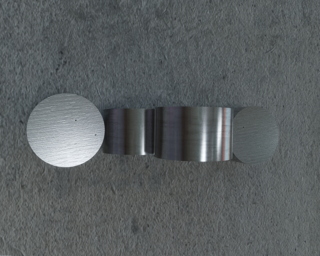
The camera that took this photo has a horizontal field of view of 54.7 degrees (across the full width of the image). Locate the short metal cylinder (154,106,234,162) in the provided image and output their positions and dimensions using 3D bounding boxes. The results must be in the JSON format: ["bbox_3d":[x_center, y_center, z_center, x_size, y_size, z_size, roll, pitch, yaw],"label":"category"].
[{"bbox_3d":[0.034,0.005,0.320,0.081,0.080,0.050,1,91,-20],"label":"short metal cylinder"}]

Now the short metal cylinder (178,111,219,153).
[{"bbox_3d":[0.048,0.005,0.399,0.081,0.080,0.050,0,89,-20],"label":"short metal cylinder"}]

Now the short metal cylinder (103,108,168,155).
[{"bbox_3d":[-0.028,0.004,0.371,0.081,0.080,0.050,0,90,-20],"label":"short metal cylinder"}]

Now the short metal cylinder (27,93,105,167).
[{"bbox_3d":[-0.109,0.002,0.357,0.081,0.050,0.080,0,90,-21],"label":"short metal cylinder"}]

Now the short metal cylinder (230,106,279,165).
[{"bbox_3d":[0.119,0.010,0.440,0.081,0.050,0.080,0,91,-21],"label":"short metal cylinder"}]
